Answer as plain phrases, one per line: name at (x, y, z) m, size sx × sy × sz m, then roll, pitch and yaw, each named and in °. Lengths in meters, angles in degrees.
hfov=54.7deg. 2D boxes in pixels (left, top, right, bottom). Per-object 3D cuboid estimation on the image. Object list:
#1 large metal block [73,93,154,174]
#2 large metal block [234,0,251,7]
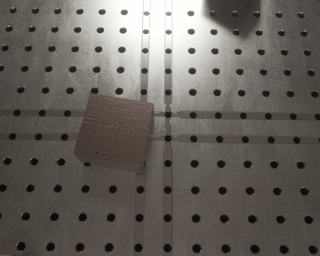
large metal block at (-0.055, 0.008, 0.395) m, size 0.080 × 0.050 × 0.080 m, roll 10°, pitch 70°, yaw 3°
large metal block at (0.120, -0.249, 0.475) m, size 0.080 × 0.080 × 0.050 m, roll 35°, pitch 74°, yaw 11°
